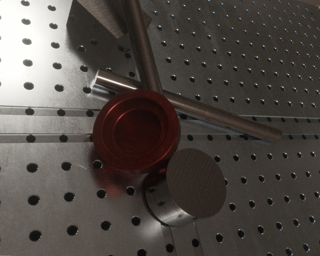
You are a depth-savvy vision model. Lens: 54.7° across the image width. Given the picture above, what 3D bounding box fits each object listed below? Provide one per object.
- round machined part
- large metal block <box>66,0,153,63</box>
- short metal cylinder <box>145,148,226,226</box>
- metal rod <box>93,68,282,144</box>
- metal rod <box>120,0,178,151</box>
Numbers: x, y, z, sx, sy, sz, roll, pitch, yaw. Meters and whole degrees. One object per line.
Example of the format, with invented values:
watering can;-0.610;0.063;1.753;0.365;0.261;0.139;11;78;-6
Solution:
round machined part;-0.024;0.007;0.361;0.098;0.042;0.098;-5;67;11
large metal block;-0.072;-0.154;0.448;0.080;0.050;0.080;44;51;2
short metal cylinder;0.030;0.070;0.363;0.081;0.050;0.080;15;58;-25
metal rod;0.053;-0.027;0.455;0.302;0.025;0.025;16;55;-19
metal rod;-0.025;-0.112;0.409;0.025;0.025;0.298;-11;84;-33
